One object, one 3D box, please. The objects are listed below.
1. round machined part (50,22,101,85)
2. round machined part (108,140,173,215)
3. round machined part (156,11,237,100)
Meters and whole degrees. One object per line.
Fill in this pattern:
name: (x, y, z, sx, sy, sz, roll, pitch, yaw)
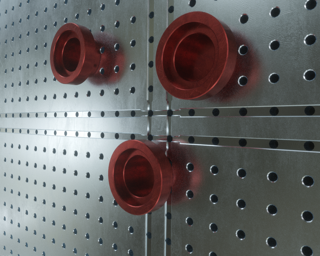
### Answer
round machined part: (-0.136, -0.120, 0.513, 0.098, 0.042, 0.097, 0, 90, 40)
round machined part: (-0.022, 0.064, 0.417, 0.098, 0.042, 0.097, 0, 90, 40)
round machined part: (0.045, -0.081, 0.362, 0.098, 0.042, 0.097, 0, 90, 40)
